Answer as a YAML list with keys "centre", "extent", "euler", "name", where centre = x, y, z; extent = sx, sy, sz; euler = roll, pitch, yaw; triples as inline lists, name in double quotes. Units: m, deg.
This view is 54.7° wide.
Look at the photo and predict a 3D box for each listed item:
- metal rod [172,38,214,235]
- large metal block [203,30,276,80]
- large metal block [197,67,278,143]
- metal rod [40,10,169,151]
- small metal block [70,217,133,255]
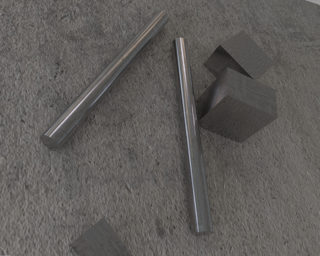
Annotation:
- centre: [0.041, -0.008, 0.430]
  extent: [0.025, 0.025, 0.299]
  euler: [10, 57, -23]
  name: "metal rod"
- centre: [0.136, -0.109, 0.527]
  extent: [0.080, 0.050, 0.080]
  euler: [48, 51, 5]
  name: "large metal block"
- centre: [0.107, -0.029, 0.444]
  extent: [0.080, 0.080, 0.050]
  euler: [21, 54, -16]
  name: "large metal block"
- centre: [-0.057, -0.084, 0.424]
  extent: [0.025, 0.025, 0.301]
  euler: [35, 51, -5]
  name: "metal rod"
- centre: [-0.054, 0.117, 0.288]
  extent: [0.025, 0.050, 0.050]
  euler: [-33, 81, -38]
  name: "small metal block"
